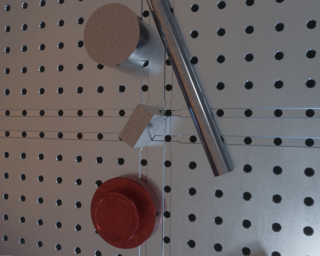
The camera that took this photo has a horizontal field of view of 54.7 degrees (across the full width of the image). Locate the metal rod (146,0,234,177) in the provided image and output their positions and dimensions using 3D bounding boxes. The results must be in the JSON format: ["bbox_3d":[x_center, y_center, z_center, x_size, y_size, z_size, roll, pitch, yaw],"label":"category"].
[{"bbox_3d":[0.028,-0.083,0.402,0.025,0.025,0.299,-23,83,18],"label":"metal rod"}]

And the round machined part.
[{"bbox_3d":[-0.052,0.116,0.421,0.098,0.042,0.097,0,90,19],"label":"round machined part"}]

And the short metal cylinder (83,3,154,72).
[{"bbox_3d":[-0.054,-0.119,0.417,0.080,0.050,0.079,0,90,19],"label":"short metal cylinder"}]

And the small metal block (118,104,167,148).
[{"bbox_3d":[-0.022,-0.003,0.406,0.025,0.050,0.050,35,101,16],"label":"small metal block"}]
